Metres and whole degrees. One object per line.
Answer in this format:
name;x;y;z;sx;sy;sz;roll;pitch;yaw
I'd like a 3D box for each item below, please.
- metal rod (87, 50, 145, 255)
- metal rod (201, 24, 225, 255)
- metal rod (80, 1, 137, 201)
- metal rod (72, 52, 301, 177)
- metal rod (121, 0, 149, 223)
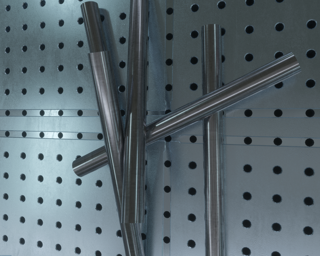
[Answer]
metal rod;-0.048;0.058;0.383;0.025;0.025;0.298;-2;107;19
metal rod;0.067;0.022;0.388;0.025;0.025;0.298;-1;90;19
metal rod;-0.070;-0.031;0.436;0.025;0.025;0.298;-14;85;19
metal rod;0.018;-0.008;0.378;0.300;0.025;0.025;-26;82;17
metal rod;-0.029;-0.040;0.380;0.025;0.025;0.299;-6;72;19
